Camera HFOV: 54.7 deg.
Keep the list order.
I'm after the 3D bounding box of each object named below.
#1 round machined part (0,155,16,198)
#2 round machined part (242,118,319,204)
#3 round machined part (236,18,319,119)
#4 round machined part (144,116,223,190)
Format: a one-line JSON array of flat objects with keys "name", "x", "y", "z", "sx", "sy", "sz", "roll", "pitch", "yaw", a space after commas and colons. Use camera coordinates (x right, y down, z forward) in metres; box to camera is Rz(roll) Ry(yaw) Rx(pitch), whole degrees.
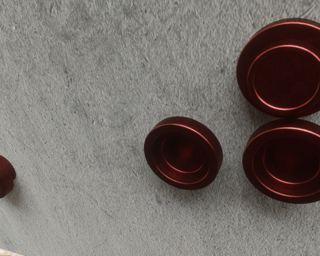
[{"name": "round machined part", "x": -0.335, "y": 0.091, "z": 0.630, "sx": 0.098, "sy": 0.042, "sz": 0.097, "roll": 13, "pitch": 124, "yaw": 21}, {"name": "round machined part", "x": 0.144, "y": 0.032, "z": 0.339, "sx": 0.098, "sy": 0.042, "sz": 0.097, "roll": 13, "pitch": 125, "yaw": 20}, {"name": "round machined part", "x": 0.123, "y": -0.052, "z": 0.299, "sx": 0.098, "sy": 0.042, "sz": 0.097, "roll": 13, "pitch": 124, "yaw": 21}, {"name": "round machined part", "x": 0.033, "y": 0.028, "z": 0.396, "sx": 0.098, "sy": 0.042, "sz": 0.097, "roll": 13, "pitch": 124, "yaw": 21}]
